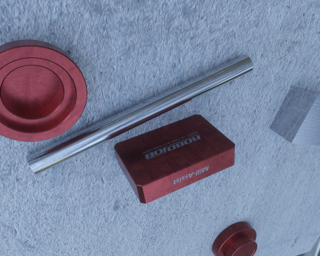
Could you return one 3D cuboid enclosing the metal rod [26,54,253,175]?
[{"bbox_3d":[-0.014,-0.023,0.386,0.302,0.025,0.025,-26,128,-13],"label":"metal rod"}]

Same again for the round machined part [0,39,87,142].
[{"bbox_3d":[-0.126,-0.038,0.304,0.099,0.042,0.097,-14,125,-21],"label":"round machined part"}]

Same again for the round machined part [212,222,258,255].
[{"bbox_3d":[0.160,0.245,0.638,0.099,0.042,0.097,-14,125,-21],"label":"round machined part"}]

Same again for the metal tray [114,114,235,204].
[{"bbox_3d":[0.018,0.034,0.396,0.131,0.090,0.030,-20,126,-17],"label":"metal tray"}]

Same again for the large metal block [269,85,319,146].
[{"bbox_3d":[0.244,-0.019,0.516,0.081,0.050,0.079,6,116,-32],"label":"large metal block"}]
